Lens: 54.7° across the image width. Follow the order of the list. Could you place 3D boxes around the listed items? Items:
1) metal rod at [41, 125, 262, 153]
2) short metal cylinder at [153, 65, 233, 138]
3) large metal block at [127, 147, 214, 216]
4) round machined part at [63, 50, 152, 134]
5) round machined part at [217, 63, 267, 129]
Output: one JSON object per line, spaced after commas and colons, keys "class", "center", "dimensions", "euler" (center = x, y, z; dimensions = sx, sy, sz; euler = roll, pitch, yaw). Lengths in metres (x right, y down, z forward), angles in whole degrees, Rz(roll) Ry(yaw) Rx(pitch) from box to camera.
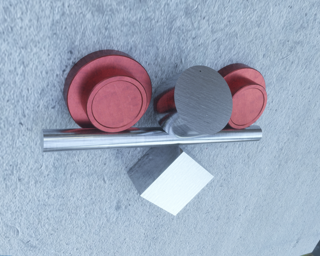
{"class": "metal rod", "center": [0.011, 0.011, 0.393], "dimensions": [0.303, 0.025, 0.025], "euler": [-1, 119, -28]}
{"class": "short metal cylinder", "center": [0.039, -0.029, 0.372], "dimensions": [0.081, 0.050, 0.080], "euler": [4, 81, -27]}
{"class": "large metal block", "center": [0.015, 0.066, 0.439], "dimensions": [0.080, 0.050, 0.080], "euler": [-46, 129, 4]}
{"class": "round machined part", "center": [-0.053, -0.034, 0.346], "dimensions": [0.099, 0.042, 0.097], "euler": [-14, 124, -21]}
{"class": "round machined part", "center": [0.110, -0.037, 0.434], "dimensions": [0.099, 0.042, 0.097], "euler": [-14, 124, -21]}
